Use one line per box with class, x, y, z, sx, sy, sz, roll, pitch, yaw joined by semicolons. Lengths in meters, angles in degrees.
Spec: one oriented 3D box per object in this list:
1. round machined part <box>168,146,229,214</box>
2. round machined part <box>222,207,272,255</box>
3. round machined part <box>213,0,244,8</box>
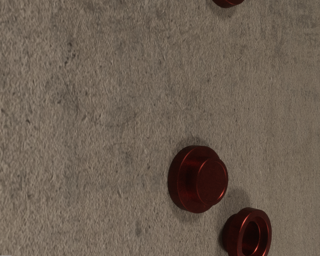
round machined part;0.062;0.075;0.448;0.099;0.042;0.097;0;90;-40
round machined part;0.141;0.181;0.516;0.099;0.042;0.097;0;90;-40
round machined part;0.114;-0.246;0.491;0.099;0.042;0.097;0;90;-40
